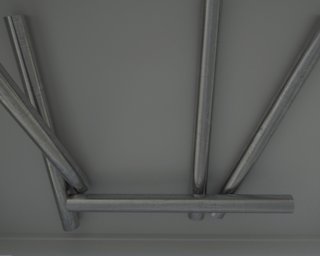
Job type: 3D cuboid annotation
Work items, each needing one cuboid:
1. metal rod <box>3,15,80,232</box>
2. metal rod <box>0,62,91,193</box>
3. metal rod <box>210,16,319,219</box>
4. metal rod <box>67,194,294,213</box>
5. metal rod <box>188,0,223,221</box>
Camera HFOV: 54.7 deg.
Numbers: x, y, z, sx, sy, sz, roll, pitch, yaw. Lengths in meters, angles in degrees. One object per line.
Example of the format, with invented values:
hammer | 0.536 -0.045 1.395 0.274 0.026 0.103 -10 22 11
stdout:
metal rod | -0.151 0.008 0.412 0.025 0.025 0.298 -7 110 2
metal rod | -0.154 -0.020 0.344 0.025 0.025 0.299 -18 131 6
metal rod | 0.143 -0.002 0.412 0.025 0.025 0.298 22 108 -9
metal rod | 0.026 0.103 0.423 0.302 0.025 0.025 0 110 2
metal rod | 0.057 -0.009 0.408 0.025 0.025 0.298 1 110 -1
